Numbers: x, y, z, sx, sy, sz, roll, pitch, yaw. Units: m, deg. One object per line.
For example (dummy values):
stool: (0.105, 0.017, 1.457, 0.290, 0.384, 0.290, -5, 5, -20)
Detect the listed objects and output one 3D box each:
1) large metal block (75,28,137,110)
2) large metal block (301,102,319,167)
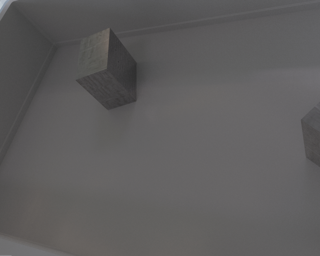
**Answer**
large metal block: (-0.077, -0.086, 0.464, 0.050, 0.080, 0.080, -16, 55, 20)
large metal block: (0.178, -0.002, 0.278, 0.080, 0.080, 0.050, -43, 51, -2)
